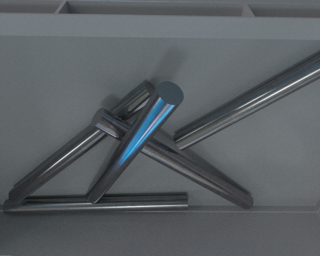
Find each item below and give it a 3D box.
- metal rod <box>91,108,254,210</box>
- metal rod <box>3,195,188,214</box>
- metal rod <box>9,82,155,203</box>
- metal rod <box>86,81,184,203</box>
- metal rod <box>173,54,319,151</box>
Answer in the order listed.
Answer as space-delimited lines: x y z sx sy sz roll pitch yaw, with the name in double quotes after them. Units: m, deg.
0.036 0.056 0.437 0.301 0.025 0.025 32 123 -31 "metal rod"
-0.105 0.127 0.516 0.302 0.025 0.025 -2 130 1 "metal rod"
-0.121 0.032 0.434 0.299 0.025 0.025 -35 122 26 "metal rod"
-0.049 0.040 0.385 0.025 0.025 0.298 19 145 -16 "metal rod"
0.145 -0.049 0.368 0.300 0.025 0.025 -30 124 23 "metal rod"
